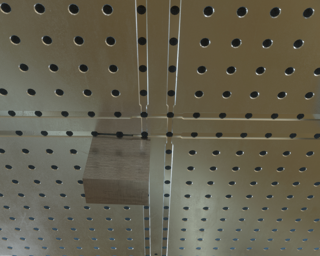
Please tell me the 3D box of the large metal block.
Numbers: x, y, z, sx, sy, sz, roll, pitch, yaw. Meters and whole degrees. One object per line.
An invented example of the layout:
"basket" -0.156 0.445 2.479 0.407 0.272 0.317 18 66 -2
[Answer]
"large metal block" -0.055 0.056 0.422 0.080 0.080 0.050 3 130 -2
